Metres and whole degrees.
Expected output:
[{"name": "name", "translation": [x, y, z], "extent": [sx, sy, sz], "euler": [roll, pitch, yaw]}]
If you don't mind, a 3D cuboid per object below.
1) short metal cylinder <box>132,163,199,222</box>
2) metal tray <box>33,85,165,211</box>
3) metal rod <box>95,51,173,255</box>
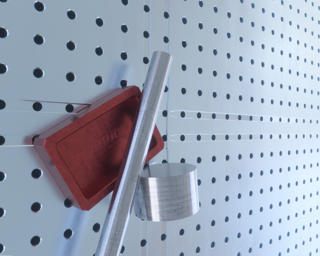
[{"name": "short metal cylinder", "translation": [0.006, 0.076, 0.381], "extent": [0.081, 0.080, 0.050], "euler": [-8, 96, -40]}, {"name": "metal tray", "translation": [-0.062, 0.018, 0.355], "extent": [0.131, 0.030, 0.090], "euler": [-37, 113, -34]}, {"name": "metal rod", "translation": [-0.034, 0.055, 0.342], "extent": [0.025, 0.025, 0.299], "euler": [24, 75, -38]}]
